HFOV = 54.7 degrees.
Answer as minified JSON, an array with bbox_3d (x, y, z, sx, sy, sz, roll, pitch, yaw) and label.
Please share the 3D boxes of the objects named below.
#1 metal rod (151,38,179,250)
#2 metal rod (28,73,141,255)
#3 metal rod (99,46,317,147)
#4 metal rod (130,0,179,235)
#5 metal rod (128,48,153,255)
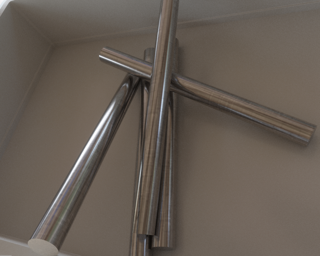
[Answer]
[{"bbox_3d":[0.010,-0.002,0.400,0.025,0.025,0.299,-11,57,22],"label":"metal rod"},{"bbox_3d":[-0.064,0.005,0.360,0.025,0.025,0.301,-12,33,21],"label":"metal rod"},{"bbox_3d":[0.038,-0.050,0.389,0.300,0.025,0.025,26,76,28],"label":"metal rod"},{"bbox_3d":[-0.002,-0.031,0.368,0.025,0.025,0.299,-3,69,26],"label":"metal rod"},{"bbox_3d":[-0.017,0.012,0.405,0.025,0.025,0.299,-12,57,21],"label":"metal rod"}]
